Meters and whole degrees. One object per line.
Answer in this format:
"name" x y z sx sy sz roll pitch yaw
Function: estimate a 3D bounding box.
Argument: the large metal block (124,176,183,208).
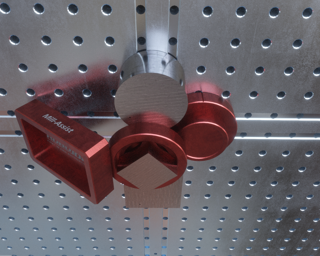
"large metal block" -0.010 0.072 0.453 0.081 0.050 0.079 0 130 -1

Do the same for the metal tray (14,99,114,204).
"metal tray" -0.118 0.028 0.384 0.130 0.030 0.089 26 136 26

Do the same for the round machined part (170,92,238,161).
"round machined part" 0.052 0.005 0.404 0.099 0.042 0.097 0 130 0

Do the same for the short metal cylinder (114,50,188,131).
"short metal cylinder" -0.010 -0.042 0.359 0.081 0.050 0.079 0 130 0

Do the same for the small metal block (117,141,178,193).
"small metal block" -0.015 0.046 0.369 0.050 0.025 0.050 -34 123 25

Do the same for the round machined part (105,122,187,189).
"round machined part" -0.017 0.030 0.388 0.099 0.042 0.097 0 130 0
